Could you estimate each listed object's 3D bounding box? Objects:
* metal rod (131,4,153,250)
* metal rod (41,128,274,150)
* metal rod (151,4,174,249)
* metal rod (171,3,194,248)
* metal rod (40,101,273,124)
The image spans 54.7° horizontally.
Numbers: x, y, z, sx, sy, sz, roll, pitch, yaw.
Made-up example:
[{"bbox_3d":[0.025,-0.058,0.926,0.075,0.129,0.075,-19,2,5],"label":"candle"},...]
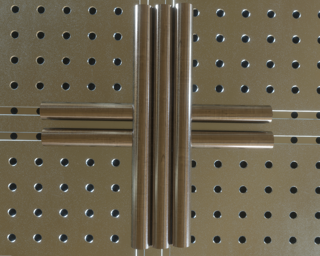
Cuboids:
[{"bbox_3d":[-0.022,-0.001,0.388,0.025,0.025,0.298,1,90,-1],"label":"metal rod"},{"bbox_3d":[-0.002,0.014,0.414,0.302,0.025,0.025,1,90,-1],"label":"metal rod"},{"bbox_3d":[0.003,-0.002,0.389,0.025,0.025,0.298,1,90,-1],"label":"metal rod"},{"bbox_3d":[0.028,-0.003,0.389,0.025,0.025,0.298,1,90,-1],"label":"metal rod"},{"bbox_3d":[-0.004,-0.021,0.413,0.302,0.025,0.025,1,90,-1],"label":"metal rod"}]
